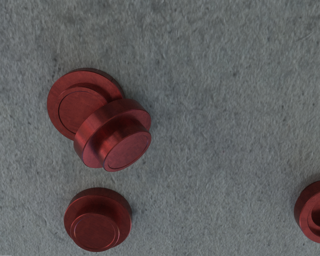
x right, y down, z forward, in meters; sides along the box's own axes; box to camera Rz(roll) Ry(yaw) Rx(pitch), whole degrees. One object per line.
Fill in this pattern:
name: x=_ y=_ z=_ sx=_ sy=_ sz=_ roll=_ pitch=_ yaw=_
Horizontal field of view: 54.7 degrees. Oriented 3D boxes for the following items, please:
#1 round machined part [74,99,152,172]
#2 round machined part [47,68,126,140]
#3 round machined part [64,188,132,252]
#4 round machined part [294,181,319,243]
round machined part: x=-0.049 y=0.015 z=0.375 sx=0.098 sy=0.098 sz=0.042 roll=-50 pitch=63 yaw=16
round machined part: x=-0.093 y=-0.024 z=0.391 sx=0.099 sy=0.042 sz=0.097 roll=0 pitch=110 yaw=-1
round machined part: x=-0.091 y=0.140 z=0.451 sx=0.099 sy=0.042 sz=0.097 roll=0 pitch=110 yaw=-1
round machined part: x=0.242 y=0.115 z=0.447 sx=0.099 sy=0.042 sz=0.097 roll=0 pitch=110 yaw=-1
